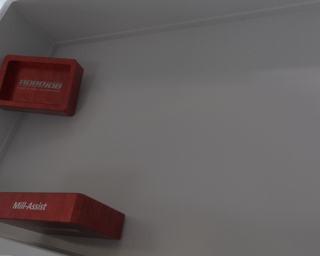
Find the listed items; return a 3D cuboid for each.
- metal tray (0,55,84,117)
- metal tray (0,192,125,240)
[{"bbox_3d":[-0.201,-0.071,0.513,0.131,0.030,0.090,6,76,9],"label":"metal tray"},{"bbox_3d":[-0.120,0.103,0.363,0.130,0.090,0.030,-5,60,25],"label":"metal tray"}]
